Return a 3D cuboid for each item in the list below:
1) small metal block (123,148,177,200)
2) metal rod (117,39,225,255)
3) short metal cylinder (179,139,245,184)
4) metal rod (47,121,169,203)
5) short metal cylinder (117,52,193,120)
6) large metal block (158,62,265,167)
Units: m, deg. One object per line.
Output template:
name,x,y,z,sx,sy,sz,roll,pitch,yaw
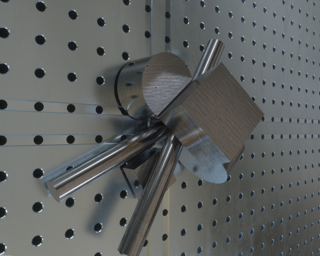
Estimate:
small metal block,-0.012,0.059,0.395,0.050,0.025,0.050,-35,112,-35
metal rod,0.022,0.011,0.391,0.025,0.025,0.300,38,67,-34
short metal cylinder,0.068,0.031,0.427,0.050,0.080,0.080,-50,120,-27
metal rod,-0.002,0.005,0.403,0.302,0.025,0.025,-29,109,-36
short metal cylinder,-0.005,-0.050,0.384,0.081,0.050,0.079,0,90,-40
large metal block,0.060,-0.014,0.356,0.080,0.050,0.080,48,61,-10
